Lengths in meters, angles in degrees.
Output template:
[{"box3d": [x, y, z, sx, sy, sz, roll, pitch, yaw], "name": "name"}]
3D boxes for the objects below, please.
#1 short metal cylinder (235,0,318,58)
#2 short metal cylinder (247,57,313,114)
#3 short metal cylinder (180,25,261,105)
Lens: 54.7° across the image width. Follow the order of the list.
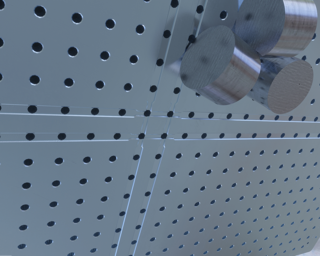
[{"box3d": [0.137, -0.125, 0.373, 0.050, 0.080, 0.079, -5, 121, -26], "name": "short metal cylinder"}, {"box3d": [0.170, -0.067, 0.447, 0.081, 0.050, 0.079, -14, 124, -21], "name": "short metal cylinder"}, {"box3d": [0.070, -0.073, 0.369, 0.050, 0.080, 0.080, 24, 105, -37], "name": "short metal cylinder"}]
